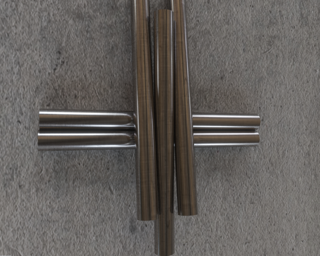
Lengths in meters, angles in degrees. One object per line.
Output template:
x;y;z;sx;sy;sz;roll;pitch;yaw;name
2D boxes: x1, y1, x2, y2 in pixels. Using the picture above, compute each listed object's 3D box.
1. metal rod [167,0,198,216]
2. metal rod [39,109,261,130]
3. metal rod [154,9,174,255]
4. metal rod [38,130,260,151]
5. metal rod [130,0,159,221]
0.028;-0.042;0.399;0.025;0.025;0.298;0;82;-20;metal rod
0.002;-0.010;0.413;0.303;0.025;0.025;0;90;-21;metal rod
0.005;0.006;0.386;0.025;0.025;0.298;0;90;-20;metal rod
0.000;0.015;0.412;0.303;0.025;0.025;0;90;-21;metal rod
-0.021;-0.042;0.381;0.025;0.025;0.298;0;82;-20;metal rod
